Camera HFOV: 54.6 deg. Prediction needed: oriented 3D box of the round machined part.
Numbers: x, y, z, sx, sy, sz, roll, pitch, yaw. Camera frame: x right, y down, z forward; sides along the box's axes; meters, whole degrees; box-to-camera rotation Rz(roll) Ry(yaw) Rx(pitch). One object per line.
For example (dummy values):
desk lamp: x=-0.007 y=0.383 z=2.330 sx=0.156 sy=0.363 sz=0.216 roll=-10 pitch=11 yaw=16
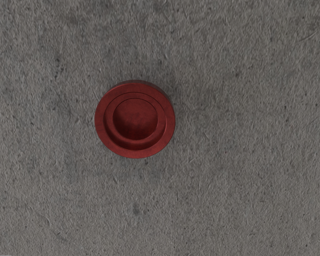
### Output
round machined part: x=-0.030 y=-0.014 z=0.395 sx=0.099 sy=0.042 sz=0.097 roll=0 pitch=110 yaw=0
